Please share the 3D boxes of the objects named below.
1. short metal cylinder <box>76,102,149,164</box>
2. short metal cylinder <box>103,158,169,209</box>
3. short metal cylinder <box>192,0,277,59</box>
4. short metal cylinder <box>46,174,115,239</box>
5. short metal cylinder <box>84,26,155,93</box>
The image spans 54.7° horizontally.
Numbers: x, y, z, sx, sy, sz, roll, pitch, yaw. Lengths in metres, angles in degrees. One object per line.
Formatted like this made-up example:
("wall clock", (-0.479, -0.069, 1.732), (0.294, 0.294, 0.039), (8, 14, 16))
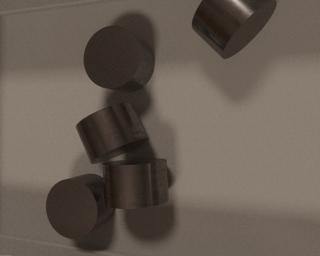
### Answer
("short metal cylinder", (-0.061, 0.007, 0.402), (0.080, 0.080, 0.050), (-27, 81, 17))
("short metal cylinder", (-0.030, 0.067, 0.391), (0.080, 0.080, 0.050), (-4, 89, 19))
("short metal cylinder", (0.083, -0.126, 0.352), (0.080, 0.080, 0.050), (-45, 76, 14))
("short metal cylinder", (-0.110, 0.107, 0.435), (0.080, 0.050, 0.079), (0, 90, 19))
("short metal cylinder", (-0.053, -0.090, 0.415), (0.080, 0.050, 0.079), (0, 90, 19))
